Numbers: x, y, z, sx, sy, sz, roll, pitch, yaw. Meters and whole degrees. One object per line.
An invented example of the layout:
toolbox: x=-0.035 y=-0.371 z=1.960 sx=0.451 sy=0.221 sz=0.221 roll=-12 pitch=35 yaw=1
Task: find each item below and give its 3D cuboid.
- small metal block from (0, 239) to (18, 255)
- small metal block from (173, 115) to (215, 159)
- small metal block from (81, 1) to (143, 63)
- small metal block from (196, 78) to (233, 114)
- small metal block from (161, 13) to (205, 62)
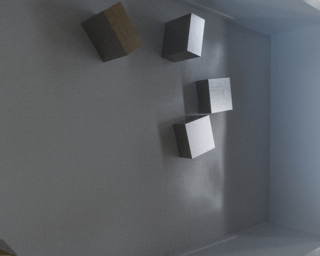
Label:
small metal block: x=-0.153 y=0.121 z=0.262 sx=0.025 sy=0.050 sz=0.050 roll=44 pitch=64 yaw=-32
small metal block: x=0.050 y=0.012 z=0.448 sx=0.050 sy=0.025 sz=0.050 roll=-20 pitch=103 yaw=-38
small metal block: x=-0.054 y=-0.105 z=0.345 sx=0.025 sy=0.050 sz=0.050 roll=-44 pitch=117 yaw=-31
small metal block: x=0.084 y=-0.050 z=0.476 sx=0.050 sy=0.025 sz=0.050 roll=-11 pitch=97 yaw=-39
small metal block: x=0.030 y=-0.119 z=0.415 sx=0.025 sy=0.050 sz=0.050 roll=12 pitch=83 yaw=-40
